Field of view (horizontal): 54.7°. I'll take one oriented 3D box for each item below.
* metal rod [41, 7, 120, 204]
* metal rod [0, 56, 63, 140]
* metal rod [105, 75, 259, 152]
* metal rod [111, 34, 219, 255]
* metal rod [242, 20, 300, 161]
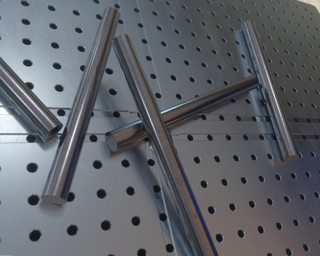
[{"bbox_3d":[-0.090,-0.052,0.392,0.025,0.025,0.300,20,54,-17],"label":"metal rod"},{"bbox_3d":[-0.220,-0.104,0.353,0.300,0.025,0.025,47,51,4],"label":"metal rod"},{"bbox_3d":[0.053,-0.032,0.458,0.302,0.025,0.025,-24,75,-37],"label":"metal rod"},{"bbox_3d":[0.004,0.024,0.370,0.025,0.025,0.299,-15,78,-34],"label":"metal rod"},{"bbox_3d":[0.196,-0.082,0.566,0.025,0.025,0.299,8,58,-25],"label":"metal rod"}]
